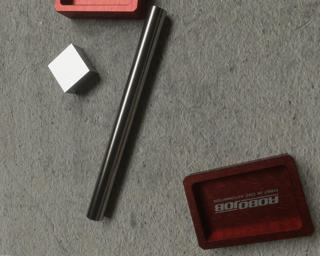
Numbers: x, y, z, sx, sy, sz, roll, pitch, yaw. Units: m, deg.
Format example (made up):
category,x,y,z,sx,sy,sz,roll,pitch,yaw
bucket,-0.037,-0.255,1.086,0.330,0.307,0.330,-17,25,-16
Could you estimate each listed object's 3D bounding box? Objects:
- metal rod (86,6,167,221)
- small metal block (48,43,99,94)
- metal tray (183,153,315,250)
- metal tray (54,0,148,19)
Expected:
category,x,y,z,sx,sy,sz,roll,pitch,yaw
metal rod,-0.047,-0.015,0.424,0.025,0.025,0.298,20,96,18
small metal block,-0.127,-0.085,0.452,0.050,0.025,0.050,-37,79,16
metal tray,0.102,0.088,0.370,0.130,0.030,0.090,-16,85,19
metal tray,-0.080,-0.202,0.433,0.130,0.030,0.089,8,93,19
